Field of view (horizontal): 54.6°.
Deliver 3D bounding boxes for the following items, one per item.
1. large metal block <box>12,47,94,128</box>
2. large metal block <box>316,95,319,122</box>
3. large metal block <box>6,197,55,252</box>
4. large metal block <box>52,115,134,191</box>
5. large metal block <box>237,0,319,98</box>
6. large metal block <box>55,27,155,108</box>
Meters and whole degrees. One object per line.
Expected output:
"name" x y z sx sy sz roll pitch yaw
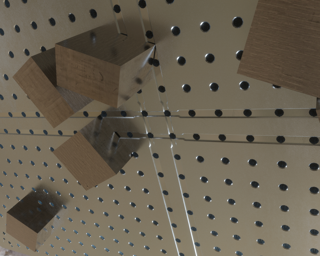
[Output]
"large metal block" -0.124 -0.059 0.406 0.050 0.080 0.080 -28 103 37
"large metal block" 0.200 -0.002 0.288 0.080 0.050 0.080 -14 111 34
"large metal block" -0.284 0.210 0.676 0.080 0.050 0.079 30 128 8
"large metal block" -0.103 0.039 0.474 0.080 0.050 0.080 -32 101 38
"large metal block" 0.124 -0.082 0.279 0.080 0.050 0.079 21 126 16
"large metal block" -0.062 -0.074 0.363 0.080 0.080 0.050 21 127 15
